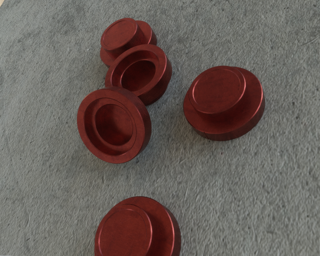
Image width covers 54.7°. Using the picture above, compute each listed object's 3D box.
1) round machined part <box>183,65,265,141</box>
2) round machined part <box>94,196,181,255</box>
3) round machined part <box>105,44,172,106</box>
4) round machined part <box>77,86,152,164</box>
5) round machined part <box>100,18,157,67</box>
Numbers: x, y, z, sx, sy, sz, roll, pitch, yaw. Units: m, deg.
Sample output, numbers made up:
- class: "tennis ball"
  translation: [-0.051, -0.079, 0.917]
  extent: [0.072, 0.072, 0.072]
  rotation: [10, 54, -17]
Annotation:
- class: "round machined part"
  translation: [0.074, -0.037, 0.377]
  extent: [0.098, 0.042, 0.098]
  rotation: [-13, 56, 21]
- class: "round machined part"
  translation: [-0.030, 0.121, 0.335]
  extent: [0.098, 0.042, 0.098]
  rotation: [-13, 56, 21]
- class: "round machined part"
  translation: [-0.027, -0.071, 0.451]
  extent: [0.098, 0.042, 0.098]
  rotation: [-13, 56, 21]
- class: "round machined part"
  translation: [-0.055, -0.006, 0.404]
  extent: [0.098, 0.042, 0.097]
  rotation: [7, 109, 22]
- class: "round machined part"
  translation: [-0.058, -0.142, 0.511]
  extent: [0.098, 0.042, 0.098]
  rotation: [-13, 56, 21]
